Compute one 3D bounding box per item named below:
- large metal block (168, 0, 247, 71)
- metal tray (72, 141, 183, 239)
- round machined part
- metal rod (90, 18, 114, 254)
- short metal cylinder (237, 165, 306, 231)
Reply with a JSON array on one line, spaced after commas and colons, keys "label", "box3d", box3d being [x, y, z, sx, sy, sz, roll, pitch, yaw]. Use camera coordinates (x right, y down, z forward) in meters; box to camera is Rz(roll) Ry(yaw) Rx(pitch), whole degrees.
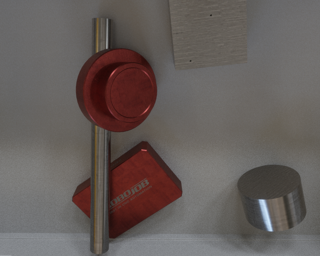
[{"label": "large metal block", "box3d": [0.053, -0.114, 0.357, 0.080, 0.050, 0.079, -6, 110, 2]}, {"label": "metal tray", "box3d": [-0.045, 0.090, 0.441, 0.130, 0.030, 0.090, -35, 107, 11]}, {"label": "round machined part", "box3d": [-0.042, -0.043, 0.360, 0.099, 0.042, 0.097, -10, 107, -36]}, {"label": "metal rod", "box3d": [-0.075, 0.018, 0.393, 0.025, 0.025, 0.298, 3, 101, -2]}, {"label": "short metal cylinder", "box3d": [0.150, 0.092, 0.418, 0.080, 0.080, 0.050, -17, 110, 5]}]
